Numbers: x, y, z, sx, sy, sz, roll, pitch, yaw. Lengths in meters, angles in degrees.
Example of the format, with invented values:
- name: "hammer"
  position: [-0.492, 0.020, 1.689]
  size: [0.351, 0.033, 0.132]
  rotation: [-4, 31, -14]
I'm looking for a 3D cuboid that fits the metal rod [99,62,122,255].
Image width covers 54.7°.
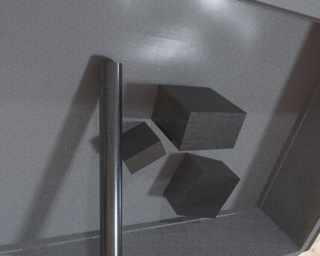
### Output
- name: "metal rod"
  position: [-0.055, 0.078, 0.350]
  size: [0.025, 0.025, 0.298]
  rotation: [-2, 95, -28]

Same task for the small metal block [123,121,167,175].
- name: "small metal block"
  position: [-0.027, 0.024, 0.394]
  size: [0.050, 0.050, 0.025]
  rotation: [-30, 129, -10]

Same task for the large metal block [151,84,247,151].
- name: "large metal block"
  position: [0.046, -0.015, 0.391]
  size: [0.081, 0.080, 0.050]
  rotation: [0, 119, -29]

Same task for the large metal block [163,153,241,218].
- name: "large metal block"
  position: [0.065, 0.092, 0.487]
  size: [0.081, 0.050, 0.080]
  rotation: [16, 110, -35]
